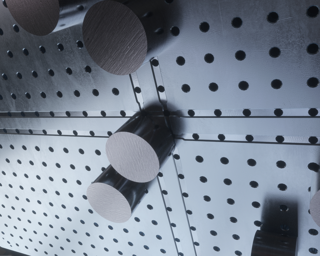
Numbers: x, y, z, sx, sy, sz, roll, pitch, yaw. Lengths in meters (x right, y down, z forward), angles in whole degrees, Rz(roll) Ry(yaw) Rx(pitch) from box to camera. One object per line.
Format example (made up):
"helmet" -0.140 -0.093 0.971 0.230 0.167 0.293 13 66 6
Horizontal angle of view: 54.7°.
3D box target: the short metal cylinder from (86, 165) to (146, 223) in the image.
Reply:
"short metal cylinder" -0.069 0.104 0.496 0.080 0.050 0.079 13 124 21

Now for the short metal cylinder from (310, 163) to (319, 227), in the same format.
"short metal cylinder" 0.206 0.074 0.332 0.080 0.050 0.079 13 124 21

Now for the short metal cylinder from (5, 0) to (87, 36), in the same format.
"short metal cylinder" -0.136 -0.156 0.370 0.080 0.050 0.079 13 124 21

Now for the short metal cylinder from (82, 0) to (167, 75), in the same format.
"short metal cylinder" -0.039 -0.106 0.350 0.080 0.050 0.079 13 124 21

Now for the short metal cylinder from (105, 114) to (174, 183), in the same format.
"short metal cylinder" -0.027 0.028 0.426 0.080 0.050 0.079 13 124 21

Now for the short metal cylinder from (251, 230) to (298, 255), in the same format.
"short metal cylinder" 0.151 0.180 0.407 0.050 0.080 0.080 2 120 27
